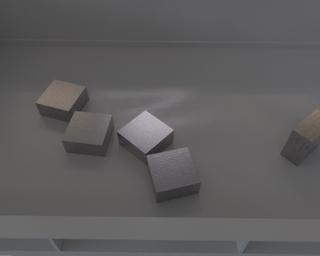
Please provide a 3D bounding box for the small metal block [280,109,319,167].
[{"bbox_3d":[0.180,0.012,0.380,0.050,0.050,0.025,-34,58,-25],"label":"small metal block"}]

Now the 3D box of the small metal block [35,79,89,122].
[{"bbox_3d":[-0.136,-0.038,0.436,0.050,0.025,0.050,14,51,11],"label":"small metal block"}]

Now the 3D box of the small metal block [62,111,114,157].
[{"bbox_3d":[-0.091,0.007,0.398,0.050,0.025,0.050,6,50,5],"label":"small metal block"}]

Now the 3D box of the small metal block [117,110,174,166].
[{"bbox_3d":[-0.018,0.011,0.395,0.050,0.025,0.050,35,58,26],"label":"small metal block"}]

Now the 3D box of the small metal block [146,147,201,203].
[{"bbox_3d":[0.014,0.054,0.360,0.050,0.025,0.050,-11,51,-9],"label":"small metal block"}]
